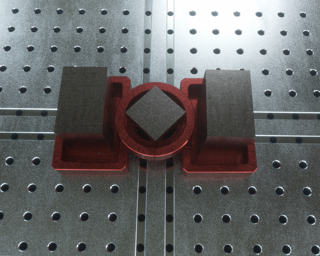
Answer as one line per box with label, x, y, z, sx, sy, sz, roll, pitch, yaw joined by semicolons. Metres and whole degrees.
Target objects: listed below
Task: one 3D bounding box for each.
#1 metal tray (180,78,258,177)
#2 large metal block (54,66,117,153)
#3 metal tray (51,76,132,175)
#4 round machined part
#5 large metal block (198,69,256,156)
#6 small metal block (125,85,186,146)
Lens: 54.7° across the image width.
metal tray;0.073;-0.002;0.409;0.091;0.030;0.130;0;70;0
large metal block;-0.085;-0.019;0.375;0.050;0.080;0.080;1;70;0
metal tray;-0.086;-0.005;0.409;0.091;0.030;0.130;1;70;0
round machined part;-0.006;-0.006;0.395;0.099;0.042;0.098;0;70;0
large metal block;0.076;-0.015;0.374;0.050;0.080;0.080;1;70;1
small metal block;-0.005;-0.014;0.374;0.050;0.025;0.050;43;75;14
